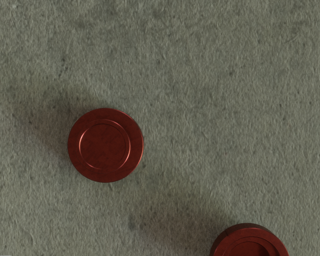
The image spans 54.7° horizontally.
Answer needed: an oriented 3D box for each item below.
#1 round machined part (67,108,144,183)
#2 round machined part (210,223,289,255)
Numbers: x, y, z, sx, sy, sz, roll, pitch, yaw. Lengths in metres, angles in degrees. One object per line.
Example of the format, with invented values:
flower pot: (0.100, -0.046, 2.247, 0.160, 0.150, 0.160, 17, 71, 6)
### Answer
round machined part: (-0.071, 0.022, 0.401, 0.099, 0.042, 0.097, 0, 90, -1)
round machined part: (0.113, 0.172, 0.403, 0.099, 0.042, 0.097, 0, 90, -1)
